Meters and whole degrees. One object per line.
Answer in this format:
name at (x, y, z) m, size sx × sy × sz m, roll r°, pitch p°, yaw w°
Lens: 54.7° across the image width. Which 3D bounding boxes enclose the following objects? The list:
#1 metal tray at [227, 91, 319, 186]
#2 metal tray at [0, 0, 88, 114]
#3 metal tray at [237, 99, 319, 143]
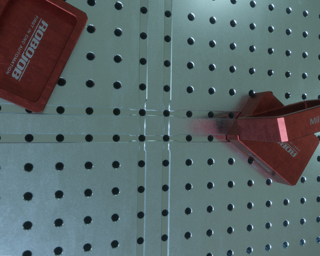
metal tray at (0.176, 0.017, 0.477) m, size 0.130 × 0.030 × 0.090 m, roll 38°, pitch 78°, yaw -16°
metal tray at (-0.151, -0.092, 0.354) m, size 0.090 × 0.030 × 0.130 m, roll 26°, pitch 81°, yaw -19°
metal tray at (0.183, -0.013, 0.414) m, size 0.131 × 0.090 × 0.030 m, roll -14°, pitch 95°, yaw -20°
